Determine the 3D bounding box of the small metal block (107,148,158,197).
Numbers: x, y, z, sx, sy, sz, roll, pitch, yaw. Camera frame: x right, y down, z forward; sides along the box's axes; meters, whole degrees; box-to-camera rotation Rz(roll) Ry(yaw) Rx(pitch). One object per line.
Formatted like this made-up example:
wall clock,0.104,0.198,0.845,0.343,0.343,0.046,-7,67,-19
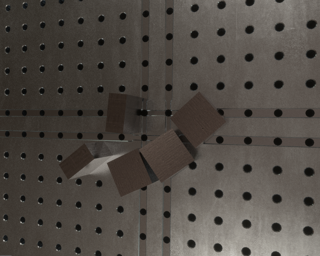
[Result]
small metal block,-0.037,0.060,0.425,0.050,0.025,0.050,-26,82,18

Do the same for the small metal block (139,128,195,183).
small metal block,0.009,0.036,0.400,0.050,0.025,0.050,-33,79,-6

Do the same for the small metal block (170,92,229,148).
small metal block,0.050,-0.010,0.394,0.050,0.025,0.050,-43,77,14

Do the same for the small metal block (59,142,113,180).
small metal block,-0.103,0.045,0.434,0.050,0.050,0.025,-38,78,16

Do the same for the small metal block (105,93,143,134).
small metal block,-0.047,-0.019,0.415,0.025,0.050,0.050,7,92,19
